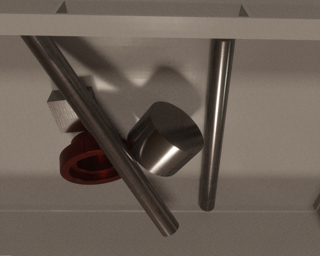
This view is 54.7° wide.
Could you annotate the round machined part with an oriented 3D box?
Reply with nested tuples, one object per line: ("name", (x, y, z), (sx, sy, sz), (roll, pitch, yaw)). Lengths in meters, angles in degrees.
("round machined part", (-0.083, 0.036, 0.414), (0.099, 0.042, 0.098), (-10, 148, -6))

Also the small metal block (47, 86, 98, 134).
("small metal block", (-0.105, -0.022, 0.389), (0.050, 0.025, 0.050), (-6, 130, 5))

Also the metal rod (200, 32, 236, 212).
("metal rod", (0.073, 0.017, 0.424), (0.025, 0.025, 0.298), (-2, 130, 1))

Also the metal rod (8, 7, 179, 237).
("metal rod", (-0.064, 0.007, 0.351), (0.025, 0.025, 0.299), (-26, 107, 20))

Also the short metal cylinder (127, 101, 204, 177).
("short metal cylinder", (0.007, 0.013, 0.384), (0.080, 0.080, 0.050), (28, 125, -22))
